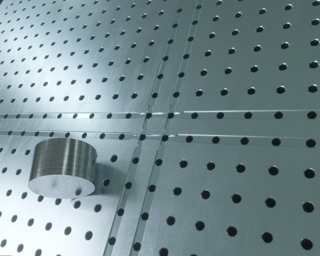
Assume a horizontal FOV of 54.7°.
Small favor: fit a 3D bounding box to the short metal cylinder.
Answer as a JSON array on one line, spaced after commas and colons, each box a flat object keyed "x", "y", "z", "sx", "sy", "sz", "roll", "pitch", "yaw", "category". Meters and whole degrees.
[{"x": -0.125, "y": 0.054, "z": 0.403, "sx": 0.080, "sy": 0.080, "sz": 0.050, "roll": -16, "pitch": 55, "yaw": 18, "category": "short metal cylinder"}]
